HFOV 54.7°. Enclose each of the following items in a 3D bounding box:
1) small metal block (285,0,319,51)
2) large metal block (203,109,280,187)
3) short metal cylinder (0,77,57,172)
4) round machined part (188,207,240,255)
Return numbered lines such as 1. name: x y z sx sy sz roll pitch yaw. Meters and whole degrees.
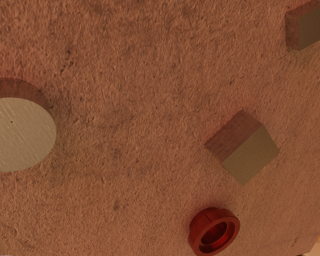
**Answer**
1. small metal block: 0.204 -0.144 0.432 0.050 0.025 0.050 -29 129 -11
2. large metal block: 0.128 0.032 0.483 0.080 0.050 0.080 -43 130 1
3. short metal cylinder: -0.149 -0.004 0.307 0.081 0.050 0.079 -14 125 -21
4. round machined part: 0.093 0.184 0.563 0.099 0.042 0.097 -14 125 -21
